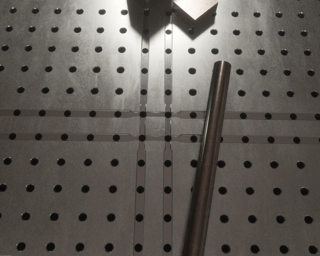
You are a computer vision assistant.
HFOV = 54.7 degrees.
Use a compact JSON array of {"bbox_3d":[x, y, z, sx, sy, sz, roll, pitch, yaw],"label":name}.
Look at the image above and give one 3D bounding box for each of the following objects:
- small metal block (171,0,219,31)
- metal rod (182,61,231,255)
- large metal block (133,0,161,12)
[{"bbox_3d":[0.053,-0.189,0.481,0.050,0.025,0.050,-41,75,-14],"label":"small metal block"},{"bbox_3d":[0.060,0.048,0.394,0.025,0.025,0.299,11,70,4],"label":"metal rod"},{"bbox_3d":[-0.009,-0.241,0.471,0.080,0.080,0.050,-41,76,-14],"label":"large metal block"}]
